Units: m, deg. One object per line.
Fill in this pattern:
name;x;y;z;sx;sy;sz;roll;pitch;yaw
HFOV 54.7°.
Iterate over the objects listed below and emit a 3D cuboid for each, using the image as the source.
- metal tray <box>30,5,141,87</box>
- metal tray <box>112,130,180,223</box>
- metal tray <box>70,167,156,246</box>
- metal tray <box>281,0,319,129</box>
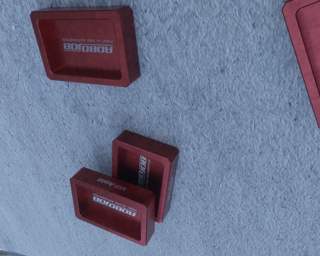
metal tray;-0.093;-0.103;0.388;0.130;0.030;0.089;8;122;23
metal tray;-0.026;0.075;0.463;0.090;0.030;0.129;19;126;17
metal tray;-0.072;0.120;0.476;0.130;0.030;0.089;16;125;19
metal tray;0.172;-0.066;0.271;0.090;0.030;0.129;-14;112;34
